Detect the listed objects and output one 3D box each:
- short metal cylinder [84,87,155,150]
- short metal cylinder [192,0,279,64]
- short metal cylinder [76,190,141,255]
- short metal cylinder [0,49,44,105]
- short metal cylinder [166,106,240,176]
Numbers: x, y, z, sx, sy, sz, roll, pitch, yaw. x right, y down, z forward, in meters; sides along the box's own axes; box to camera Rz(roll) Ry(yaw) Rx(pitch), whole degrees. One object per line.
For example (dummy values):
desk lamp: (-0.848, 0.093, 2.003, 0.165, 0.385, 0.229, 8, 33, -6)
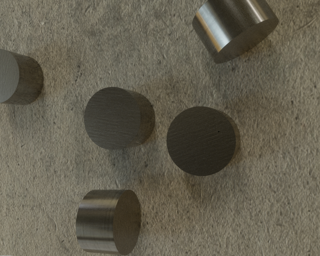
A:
short metal cylinder: (-0.053, -0.012, 0.414, 0.080, 0.050, 0.080, 0, 90, 20)
short metal cylinder: (0.084, -0.117, 0.350, 0.080, 0.080, 0.050, -32, 80, 17)
short metal cylinder: (-0.064, 0.121, 0.402, 0.050, 0.080, 0.080, -4, 89, 20)
short metal cylinder: (-0.229, -0.076, 0.477, 0.080, 0.050, 0.080, 0, 90, 20)
short metal cylinder: (0.054, 0.015, 0.376, 0.080, 0.050, 0.080, 0, 90, 20)
